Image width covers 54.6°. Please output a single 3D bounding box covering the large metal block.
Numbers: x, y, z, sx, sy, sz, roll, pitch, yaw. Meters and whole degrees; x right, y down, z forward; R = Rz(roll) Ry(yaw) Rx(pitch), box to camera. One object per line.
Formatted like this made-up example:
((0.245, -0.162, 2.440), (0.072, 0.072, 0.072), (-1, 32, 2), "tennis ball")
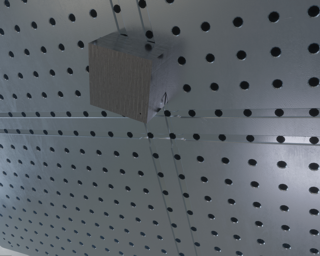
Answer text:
((-0.038, -0.062, 0.377), (0.080, 0.050, 0.079), (19, 126, 17), "large metal block")
